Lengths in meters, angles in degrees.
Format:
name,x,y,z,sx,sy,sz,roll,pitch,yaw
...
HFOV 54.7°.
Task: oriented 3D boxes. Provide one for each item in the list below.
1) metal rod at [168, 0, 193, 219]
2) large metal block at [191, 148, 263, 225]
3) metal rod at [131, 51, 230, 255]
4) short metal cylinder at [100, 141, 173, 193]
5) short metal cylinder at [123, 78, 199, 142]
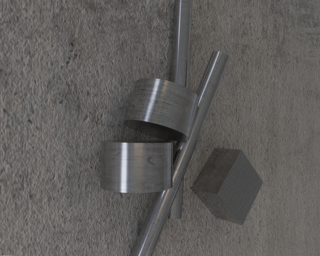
name,x,y,z,sx,sy,sz,roll,pitch,yaw
metal rod,0.025,-0.029,0.425,0.025,0.025,0.298,5,87,-40
large metal block,0.105,0.088,0.477,0.080,0.050,0.080,51,60,-28
metal rod,0.025,0.041,0.396,0.025,0.025,0.299,27,82,-37
short metal cylinder,-0.026,0.040,0.347,0.081,0.080,0.050,1,89,-40
short metal cylinder,0.002,-0.020,0.371,0.080,0.080,0.050,24,75,-38
